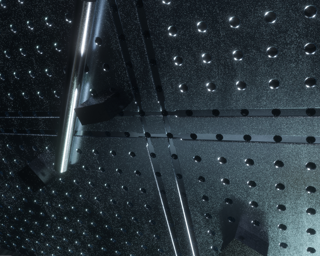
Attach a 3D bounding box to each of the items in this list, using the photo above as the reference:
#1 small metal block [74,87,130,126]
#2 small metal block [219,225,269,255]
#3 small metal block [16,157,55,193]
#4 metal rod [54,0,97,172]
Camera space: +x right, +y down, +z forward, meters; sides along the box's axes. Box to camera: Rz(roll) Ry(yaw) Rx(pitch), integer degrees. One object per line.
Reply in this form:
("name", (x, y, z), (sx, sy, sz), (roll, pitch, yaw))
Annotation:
("small metal block", (-0.077, -0.029, 0.416), (0.050, 0.050, 0.025), (-8, 114, 31))
("small metal block", (0.123, 0.179, 0.456), (0.050, 0.025, 0.050), (30, 128, 8))
("small metal block", (-0.236, 0.090, 0.588), (0.050, 0.025, 0.050), (-31, 102, 37))
("metal rod", (-0.130, -0.042, 0.451), (0.025, 0.025, 0.298), (29, 128, 9))
